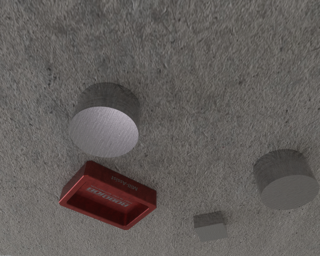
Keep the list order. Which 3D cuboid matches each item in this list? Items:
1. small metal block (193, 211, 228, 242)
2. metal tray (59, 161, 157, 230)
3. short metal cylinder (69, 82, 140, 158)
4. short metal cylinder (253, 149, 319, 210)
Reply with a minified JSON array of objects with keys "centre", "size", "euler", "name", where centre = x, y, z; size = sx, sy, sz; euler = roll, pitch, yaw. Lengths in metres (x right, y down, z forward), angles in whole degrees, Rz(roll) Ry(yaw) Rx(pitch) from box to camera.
[{"centre":[0.092,0.179,0.561],"size":[0.050,0.025,0.050],"euler":[-15,129,12],"name":"small metal block"},{"centre":[-0.082,0.112,0.498],"size":[0.131,0.030,0.090],"euler":[30,124,-23],"name":"metal tray"},{"centre":[-0.066,-0.009,0.382],"size":[0.081,0.050,0.079],"euler":[0,130,0],"name":"short metal cylinder"},{"centre":[0.184,0.077,0.458],"size":[0.081,0.050,0.079],"euler":[0,130,0],"name":"short metal cylinder"}]
